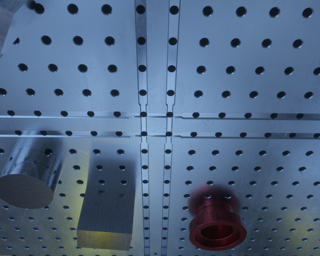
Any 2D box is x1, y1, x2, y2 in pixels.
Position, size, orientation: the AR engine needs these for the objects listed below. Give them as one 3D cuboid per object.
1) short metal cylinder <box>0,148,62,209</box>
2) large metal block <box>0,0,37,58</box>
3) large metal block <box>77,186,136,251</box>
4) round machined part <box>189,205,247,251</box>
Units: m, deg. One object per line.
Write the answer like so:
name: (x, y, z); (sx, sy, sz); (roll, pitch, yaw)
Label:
short metal cylinder: (-0.192, 0.075, 0.457); (0.081, 0.050, 0.079); (0, 130, 0)
large metal block: (-0.163, -0.117, 0.275); (0.080, 0.080, 0.050); (26, 125, -21)
large metal block: (-0.084, 0.144, 0.498); (0.081, 0.080, 0.050); (7, 130, -6)
round machined part: (0.100, 0.174, 0.549); (0.099, 0.042, 0.097); (0, 130, 0)
